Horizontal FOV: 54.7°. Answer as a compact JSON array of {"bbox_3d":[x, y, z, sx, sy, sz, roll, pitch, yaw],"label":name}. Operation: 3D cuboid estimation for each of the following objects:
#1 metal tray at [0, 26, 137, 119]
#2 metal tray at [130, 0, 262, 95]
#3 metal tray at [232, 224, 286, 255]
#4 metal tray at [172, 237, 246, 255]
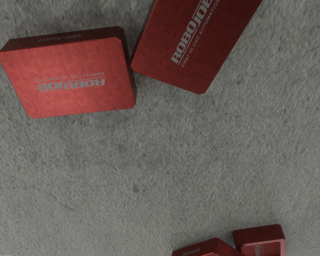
[{"bbox_3d":[-0.098,-0.060,0.351,0.131,0.030,0.089,-6,130,4],"label":"metal tray"},{"bbox_3d":[0.033,-0.104,0.316,0.091,0.030,0.129,17,128,-15],"label":"metal tray"},{"bbox_3d":[0.198,0.244,0.615,0.090,0.030,0.129,-12,130,9],"label":"metal tray"},{"bbox_3d":[0.094,0.263,0.606,0.090,0.030,0.129,37,132,-19],"label":"metal tray"}]
